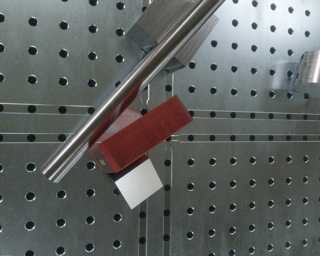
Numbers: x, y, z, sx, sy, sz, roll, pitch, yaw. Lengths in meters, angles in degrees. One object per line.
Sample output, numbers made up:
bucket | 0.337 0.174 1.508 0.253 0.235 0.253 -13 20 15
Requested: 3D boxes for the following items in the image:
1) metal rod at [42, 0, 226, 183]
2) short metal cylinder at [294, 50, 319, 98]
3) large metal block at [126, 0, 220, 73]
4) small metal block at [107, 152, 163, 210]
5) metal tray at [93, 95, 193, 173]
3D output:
metal rod | -0.028 -0.054 0.363 0.025 0.025 0.300 42 91 -15
short metal cylinder | 0.254 -0.080 0.477 0.081 0.080 0.050 16 85 -20
large metal block | 0.016 -0.132 0.405 0.080 0.050 0.080 38 78 -16
small metal block | -0.031 0.066 0.393 0.050 0.025 0.050 -34 123 -17
metal tray | -0.026 0.012 0.345 0.090 0.130 0.030 -34 91 -17
